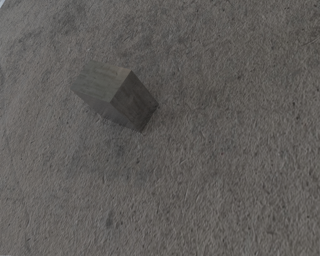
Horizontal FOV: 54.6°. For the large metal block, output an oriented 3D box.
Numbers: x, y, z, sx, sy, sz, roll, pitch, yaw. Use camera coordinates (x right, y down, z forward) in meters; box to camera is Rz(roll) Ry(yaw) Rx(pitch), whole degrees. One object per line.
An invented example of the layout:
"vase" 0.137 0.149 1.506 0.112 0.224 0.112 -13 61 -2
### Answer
"large metal block" -0.061 -0.043 0.428 0.080 0.080 0.050 21 73 36
